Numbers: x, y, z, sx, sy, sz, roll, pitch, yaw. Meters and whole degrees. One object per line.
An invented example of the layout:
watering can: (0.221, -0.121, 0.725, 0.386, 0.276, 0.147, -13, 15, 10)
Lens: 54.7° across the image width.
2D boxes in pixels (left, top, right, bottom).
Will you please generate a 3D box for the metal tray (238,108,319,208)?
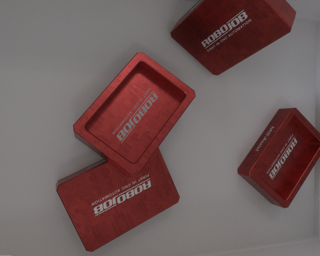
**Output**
metal tray: (0.191, 0.044, 0.477, 0.090, 0.030, 0.130, 42, 77, -15)

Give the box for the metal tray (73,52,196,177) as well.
metal tray: (-0.029, -0.018, 0.376, 0.090, 0.030, 0.130, 37, 70, -1)

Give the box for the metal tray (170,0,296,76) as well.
metal tray: (0.085, -0.127, 0.384, 0.090, 0.130, 0.030, 38, 58, -16)

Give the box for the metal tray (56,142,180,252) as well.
metal tray: (-0.050, 0.080, 0.389, 0.131, 0.030, 0.090, -26, 99, -18)
